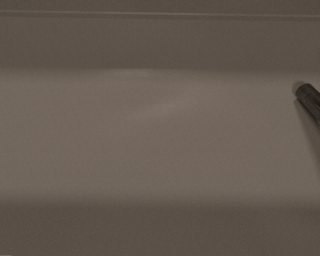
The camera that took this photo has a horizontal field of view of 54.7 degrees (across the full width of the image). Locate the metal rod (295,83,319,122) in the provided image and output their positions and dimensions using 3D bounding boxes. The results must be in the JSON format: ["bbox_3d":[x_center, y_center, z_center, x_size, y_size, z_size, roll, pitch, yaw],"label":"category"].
[{"bbox_3d":[0.238,0.046,0.327,0.025,0.025,0.300,-14,44,-6],"label":"metal rod"}]
